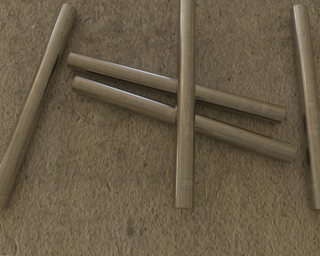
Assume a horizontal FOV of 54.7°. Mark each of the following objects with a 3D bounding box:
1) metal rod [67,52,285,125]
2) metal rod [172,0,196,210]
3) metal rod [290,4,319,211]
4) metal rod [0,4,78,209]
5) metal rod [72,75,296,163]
[{"bbox_3d":[0.018,-0.057,0.428,0.301,0.025,0.025,16,71,5],"label":"metal rod"},{"bbox_3d":[0.033,-0.050,0.398,0.025,0.025,0.299,2,70,1],"label":"metal rod"},{"bbox_3d":[0.204,-0.041,0.424,0.025,0.025,0.299,3,70,1],"label":"metal rod"},{"bbox_3d":[-0.168,-0.043,0.422,0.025,0.025,0.299,11,70,4],"label":"metal rod"},{"bbox_3d":[0.027,-0.014,0.413,0.301,0.025,0.025,18,71,6],"label":"metal rod"}]
